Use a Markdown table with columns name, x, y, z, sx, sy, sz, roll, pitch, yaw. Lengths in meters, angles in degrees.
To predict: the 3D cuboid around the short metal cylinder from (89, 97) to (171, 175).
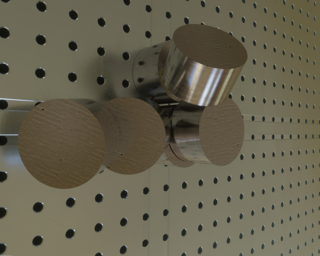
| name | x | y | z | sx | sy | sz | roll | pitch | yaw |
| --- | --- | --- | --- | --- | --- | --- | --- | --- | --- |
| short metal cylinder | -0.030 | 0.006 | 0.338 | 0.050 | 0.080 | 0.079 | -33 | 118 | -80 |

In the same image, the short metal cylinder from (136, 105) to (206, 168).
| name | x | y | z | sx | sy | sz | roll | pitch | yaw |
| --- | --- | --- | --- | --- | --- | --- | --- | --- | --- |
| short metal cylinder | 0.016 | 0.009 | 0.405 | 0.081 | 0.050 | 0.079 | 0 | 90 | -40 |

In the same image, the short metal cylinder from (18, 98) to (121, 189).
| name | x | y | z | sx | sy | sz | roll | pitch | yaw |
| --- | --- | --- | --- | --- | --- | --- | --- | --- | --- |
| short metal cylinder | -0.083 | 0.012 | 0.295 | 0.050 | 0.080 | 0.079 | -37 | 122 | -81 |

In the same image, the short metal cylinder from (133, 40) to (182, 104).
| name | x | y | z | sx | sy | sz | roll | pitch | yaw |
| --- | --- | --- | --- | --- | --- | --- | --- | --- | --- |
| short metal cylinder | 0.012 | -0.071 | 0.402 | 0.081 | 0.050 | 0.079 | 0 | 90 | -40 |

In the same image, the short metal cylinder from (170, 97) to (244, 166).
| name | x | y | z | sx | sy | sz | roll | pitch | yaw |
| --- | --- | --- | --- | --- | --- | --- | --- | --- | --- |
| short metal cylinder | 0.056 | 0.003 | 0.372 | 0.081 | 0.050 | 0.079 | 0 | 90 | -40 |

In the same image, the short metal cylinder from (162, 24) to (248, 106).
| name | x | y | z | sx | sy | sz | roll | pitch | yaw |
| --- | --- | --- | --- | --- | --- | --- | --- | --- | --- |
| short metal cylinder | 0.047 | -0.070 | 0.338 | 0.081 | 0.080 | 0.050 | -30 | 152 | -36 |
